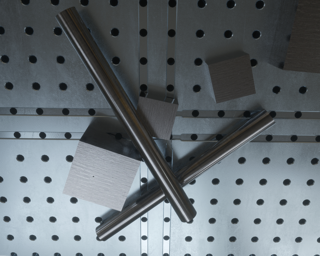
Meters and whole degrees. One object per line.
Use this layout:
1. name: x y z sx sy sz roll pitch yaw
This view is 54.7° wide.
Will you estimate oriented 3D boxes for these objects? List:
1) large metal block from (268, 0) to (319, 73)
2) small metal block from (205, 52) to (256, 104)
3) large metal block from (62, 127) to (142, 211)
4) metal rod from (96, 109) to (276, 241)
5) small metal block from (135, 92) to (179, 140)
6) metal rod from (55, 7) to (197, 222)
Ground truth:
1. large metal block: 0.183 -0.108 0.362 0.081 0.050 0.079 5 110 -2
2. small metal block: 0.089 -0.064 0.391 0.050 0.025 0.050 -14 110 5
3. large metal block: -0.075 0.055 0.420 0.080 0.050 0.079 20 109 -7
4. metal rod: 0.028 0.073 0.440 0.300 0.025 0.025 -37 106 12
5. small metal block: -0.007 -0.016 0.407 0.050 0.025 0.050 12 110 -5
6. metal rod: -0.033 -0.004 0.384 0.025 0.025 0.299 -28 106 9
